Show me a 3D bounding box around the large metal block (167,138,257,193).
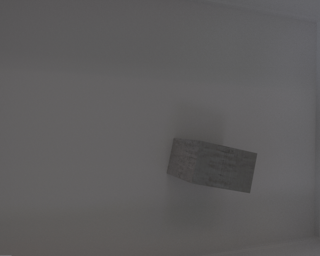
[{"bbox_3d":[0.065,0.047,0.405,0.081,0.080,0.050,13,86,-20],"label":"large metal block"}]
